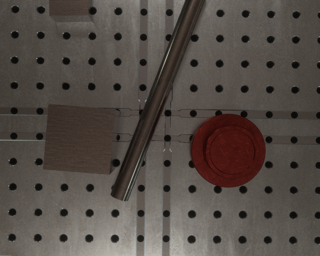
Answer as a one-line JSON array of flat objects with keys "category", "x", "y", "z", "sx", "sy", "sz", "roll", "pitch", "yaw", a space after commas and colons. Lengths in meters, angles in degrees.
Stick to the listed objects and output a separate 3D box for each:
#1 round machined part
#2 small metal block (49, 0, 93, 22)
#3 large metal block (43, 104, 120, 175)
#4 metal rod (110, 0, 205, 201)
[{"category": "round machined part", "x": 0.090, "y": 0.030, "z": 0.406, "sx": 0.099, "sy": 0.042, "sz": 0.097, "roll": 0, "pitch": 90, "yaw": -1}, {"category": "small metal block", "x": -0.118, "y": -0.170, "z": 0.412, "sx": 0.050, "sy": 0.025, "sz": 0.050, "roll": -1, "pitch": 90, "yaw": -1}, {"category": "large metal block", "x": -0.098, "y": 0.014, "z": 0.400, "sx": 0.081, "sy": 0.050, "sz": 0.079, "roll": 5, "pitch": 90, "yaw": -1}, {"category": "metal rod", "x": 0.000, "y": -0.047, "z": 0.413, "sx": 0.025, "sy": 0.025, "sz": 0.299, "roll": 21, "pitch": 90, "yaw": -1}]
